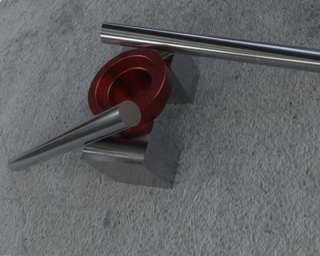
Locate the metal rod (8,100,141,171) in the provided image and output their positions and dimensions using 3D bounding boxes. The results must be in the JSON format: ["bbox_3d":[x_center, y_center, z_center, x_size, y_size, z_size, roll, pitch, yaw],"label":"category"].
[{"bbox_3d":[-0.127,0.022,0.386,0.299,0.025,0.025,-19,51,45],"label":"metal rod"}]

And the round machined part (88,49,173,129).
[{"bbox_3d":[-0.030,-0.040,0.358,0.098,0.042,0.098,-13,56,20],"label":"round machined part"}]

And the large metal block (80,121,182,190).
[{"bbox_3d":[-0.030,0.032,0.365,0.080,0.080,0.050,1,63,28],"label":"large metal block"}]

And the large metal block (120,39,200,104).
[{"bbox_3d":[-0.001,-0.074,0.414,0.080,0.080,0.050,1,63,28],"label":"large metal block"}]

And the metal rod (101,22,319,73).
[{"bbox_3d":[0.081,-0.088,0.347,0.302,0.025,0.025,10,65,8],"label":"metal rod"}]
